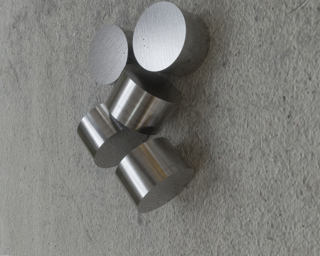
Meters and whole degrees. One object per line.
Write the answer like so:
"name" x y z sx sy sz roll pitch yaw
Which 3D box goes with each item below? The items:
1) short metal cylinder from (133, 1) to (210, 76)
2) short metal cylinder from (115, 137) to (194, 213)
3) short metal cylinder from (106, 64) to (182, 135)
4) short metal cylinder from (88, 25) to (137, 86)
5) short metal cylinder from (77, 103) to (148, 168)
"short metal cylinder" 0.013 -0.106 0.378 0.080 0.050 0.080 0 90 40
"short metal cylinder" -0.006 0.057 0.374 0.050 0.081 0.080 51 120 28
"short metal cylinder" -0.020 -0.036 0.385 0.080 0.081 0.050 48 119 29
"short metal cylinder" -0.055 -0.098 0.434 0.080 0.050 0.080 0 90 40
"short metal cylinder" -0.064 0.009 0.422 0.050 0.081 0.080 51 120 28
